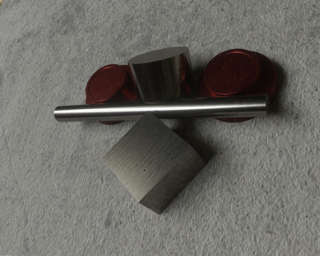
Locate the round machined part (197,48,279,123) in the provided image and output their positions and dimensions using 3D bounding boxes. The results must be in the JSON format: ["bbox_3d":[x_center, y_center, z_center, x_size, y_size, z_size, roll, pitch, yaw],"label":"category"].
[{"bbox_3d":[0.092,-0.058,0.382,0.098,0.042,0.098,-13,56,21],"label":"round machined part"}]

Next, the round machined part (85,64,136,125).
[{"bbox_3d":[-0.072,-0.057,0.466,0.098,0.042,0.098,-13,56,21],"label":"round machined part"}]

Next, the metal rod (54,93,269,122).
[{"bbox_3d":[-0.018,-0.023,0.401,0.300,0.025,0.025,-1,61,27],"label":"metal rod"}]

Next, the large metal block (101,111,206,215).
[{"bbox_3d":[-0.008,0.039,0.366,0.080,0.050,0.080,-46,51,-4],"label":"large metal block"}]

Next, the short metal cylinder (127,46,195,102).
[{"bbox_3d":[0.003,-0.072,0.408,0.080,0.050,0.080,-11,23,5],"label":"short metal cylinder"}]
